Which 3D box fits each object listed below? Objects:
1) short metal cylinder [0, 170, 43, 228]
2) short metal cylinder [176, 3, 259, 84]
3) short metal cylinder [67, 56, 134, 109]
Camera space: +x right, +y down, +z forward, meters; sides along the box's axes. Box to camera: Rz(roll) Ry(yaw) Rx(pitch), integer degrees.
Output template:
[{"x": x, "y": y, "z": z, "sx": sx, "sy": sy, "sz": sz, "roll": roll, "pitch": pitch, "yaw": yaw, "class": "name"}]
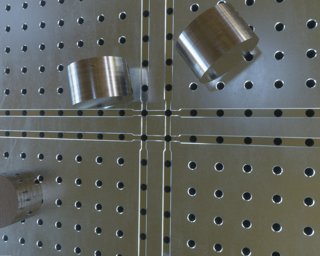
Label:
[{"x": -0.232, "y": 0.107, "z": 0.479, "sx": 0.080, "sy": 0.050, "sz": 0.079, "roll": 0, "pitch": 90, "yaw": 19, "class": "short metal cylinder"}, {"x": 0.066, "y": -0.096, "z": 0.360, "sx": 0.080, "sy": 0.080, "sz": 0.050, "roll": -37, "pitch": 79, "yaw": 16, "class": "short metal cylinder"}, {"x": -0.078, "y": -0.058, "z": 0.410, "sx": 0.080, "sy": 0.080, "sz": 0.050, "roll": -10, "pitch": 87, "yaw": 19, "class": "short metal cylinder"}]
